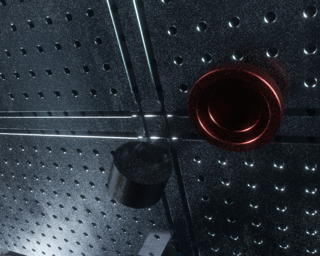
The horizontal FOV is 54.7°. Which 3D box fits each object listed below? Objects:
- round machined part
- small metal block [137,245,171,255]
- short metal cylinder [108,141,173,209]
[{"bbox_3d":[0.084,-0.026,0.340,0.098,0.042,0.097,13,124,20],"label":"round machined part"},{"bbox_3d":[-0.006,0.240,0.561,0.050,0.025,0.050,-12,113,32],"label":"small metal block"},{"bbox_3d":[-0.028,0.063,0.428,0.080,0.080,0.050,27,128,11],"label":"short metal cylinder"}]
